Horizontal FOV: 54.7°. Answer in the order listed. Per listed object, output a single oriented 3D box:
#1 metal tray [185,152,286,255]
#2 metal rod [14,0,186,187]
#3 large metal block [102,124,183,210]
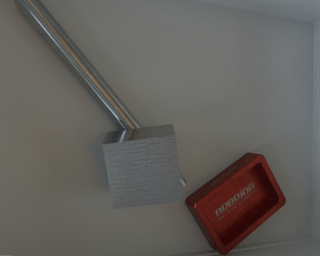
[{"bbox_3d":[0.112,0.107,0.451,0.131,0.030,0.090,-33,101,-17],"label":"metal tray"},{"bbox_3d":[-0.065,-0.035,0.387,0.025,0.025,0.300,-42,104,-15],"label":"metal rod"},{"bbox_3d":[-0.019,0.044,0.370,0.081,0.050,0.079,-7,105,0],"label":"large metal block"}]
